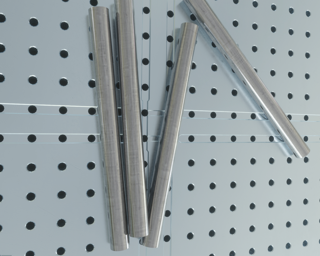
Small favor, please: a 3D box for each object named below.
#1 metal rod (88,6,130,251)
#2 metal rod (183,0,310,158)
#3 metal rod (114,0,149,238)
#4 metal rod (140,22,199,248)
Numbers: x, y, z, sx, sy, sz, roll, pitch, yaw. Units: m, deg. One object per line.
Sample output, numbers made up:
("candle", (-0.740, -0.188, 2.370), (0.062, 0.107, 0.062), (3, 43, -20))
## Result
("metal rod", (-0.063, 0.002, 0.389), (0.025, 0.025, 0.298), (-6, 92, -20))
("metal rod", (0.135, -0.072, 0.461), (0.025, 0.025, 0.300), (-43, 104, -15))
("metal rod", (-0.036, -0.016, 0.392), (0.025, 0.025, 0.298), (-3, 89, -20))
("metal rod", (0.014, 0.007, 0.417), (0.025, 0.025, 0.299), (12, 86, -20))
